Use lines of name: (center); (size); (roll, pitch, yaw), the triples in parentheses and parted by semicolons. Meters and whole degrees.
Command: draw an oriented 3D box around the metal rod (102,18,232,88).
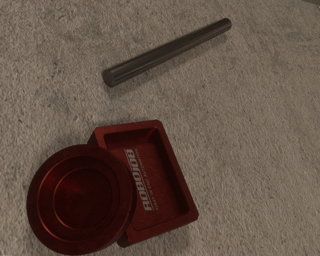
metal rod: (0.030, -0.132, 0.502); (0.302, 0.025, 0.025); (-35, 82, -39)

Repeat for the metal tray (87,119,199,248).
metal tray: (-0.021, 0.057, 0.355); (0.091, 0.030, 0.130); (-9, 66, -32)

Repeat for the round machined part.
round machined part: (-0.070, 0.068, 0.295); (0.099, 0.042, 0.098); (-2, 71, 8)
